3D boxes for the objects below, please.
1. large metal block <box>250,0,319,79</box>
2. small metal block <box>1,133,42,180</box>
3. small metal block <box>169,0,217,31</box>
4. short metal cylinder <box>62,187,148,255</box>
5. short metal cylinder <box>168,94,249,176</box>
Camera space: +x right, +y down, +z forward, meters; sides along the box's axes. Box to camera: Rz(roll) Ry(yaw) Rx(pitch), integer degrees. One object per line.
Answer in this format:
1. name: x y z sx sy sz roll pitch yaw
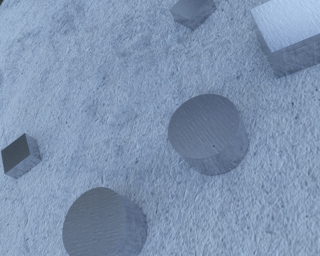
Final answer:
1. large metal block: 0.164 -0.117 0.374 0.080 0.050 0.080 -21 54 16
2. small metal block: -0.221 0.045 0.492 0.050 0.025 0.050 -36 51 4
3. small metal block: 0.052 -0.188 0.492 0.050 0.025 0.050 -44 51 -3
4. short metal cylinder: -0.061 0.113 0.350 0.080 0.050 0.080 -13 56 21
5. short metal cylinder: 0.056 0.008 0.354 0.080 0.050 0.080 -13 56 21
